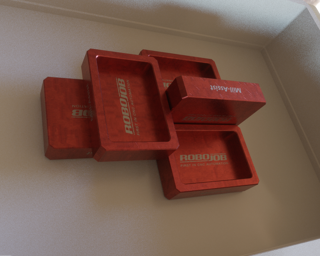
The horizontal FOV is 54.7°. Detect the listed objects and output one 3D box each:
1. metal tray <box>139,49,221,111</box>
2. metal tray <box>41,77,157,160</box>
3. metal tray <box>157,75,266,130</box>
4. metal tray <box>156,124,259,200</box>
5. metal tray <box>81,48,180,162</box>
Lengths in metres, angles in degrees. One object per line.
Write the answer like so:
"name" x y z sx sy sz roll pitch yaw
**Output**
"metal tray" 0.033 -0.065 0.460 0.131 0.030 0.090 1 61 -28
"metal tray" -0.069 -0.012 0.369 0.131 0.030 0.090 0 62 -29
"metal tray" 0.062 -0.026 0.412 0.131 0.090 0.030 1 62 -28
"metal tray" 0.061 0.041 0.409 0.131 0.030 0.090 1 62 -28
"metal tray" -0.037 -0.028 0.359 0.091 0.030 0.130 1 61 -28
